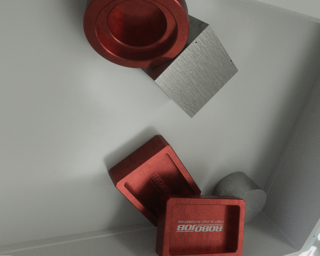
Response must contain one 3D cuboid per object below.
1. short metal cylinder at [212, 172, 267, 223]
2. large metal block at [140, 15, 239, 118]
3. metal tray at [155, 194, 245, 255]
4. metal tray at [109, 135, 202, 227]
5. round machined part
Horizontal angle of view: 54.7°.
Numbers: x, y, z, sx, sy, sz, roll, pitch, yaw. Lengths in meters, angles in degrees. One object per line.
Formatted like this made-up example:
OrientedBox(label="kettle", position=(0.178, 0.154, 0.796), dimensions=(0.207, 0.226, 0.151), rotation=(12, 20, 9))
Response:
OrientedBox(label="short metal cylinder", position=(0.140, 0.125, 0.549), dimensions=(0.081, 0.050, 0.079), rotation=(-14, 125, -21))
OrientedBox(label="large metal block", position=(0.033, -0.072, 0.363), dimensions=(0.080, 0.050, 0.080), rotation=(-46, 134, 4))
OrientedBox(label="metal tray", position=(0.063, 0.148, 0.466), dimensions=(0.131, 0.030, 0.089), rotation=(6, 86, -20))
OrientedBox(label="metal tray", position=(-0.003, 0.082, 0.456), dimensions=(0.090, 0.030, 0.130), rotation=(-37, 130, -4))
OrientedBox(label="round machined part", position=(-0.022, -0.107, 0.301), dimensions=(0.099, 0.042, 0.098), rotation=(-1, 147, 0))
